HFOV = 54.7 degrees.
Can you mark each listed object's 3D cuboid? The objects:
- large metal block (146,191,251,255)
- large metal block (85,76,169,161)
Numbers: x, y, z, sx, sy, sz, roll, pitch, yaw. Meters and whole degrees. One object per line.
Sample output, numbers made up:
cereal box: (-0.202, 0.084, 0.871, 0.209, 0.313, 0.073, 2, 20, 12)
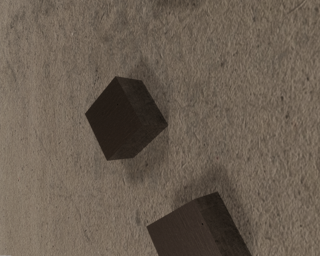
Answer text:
large metal block: (0.042, 0.129, 0.352, 0.080, 0.050, 0.080, -39, 66, 32)
large metal block: (-0.048, -0.012, 0.426, 0.080, 0.050, 0.080, -44, 64, 31)
